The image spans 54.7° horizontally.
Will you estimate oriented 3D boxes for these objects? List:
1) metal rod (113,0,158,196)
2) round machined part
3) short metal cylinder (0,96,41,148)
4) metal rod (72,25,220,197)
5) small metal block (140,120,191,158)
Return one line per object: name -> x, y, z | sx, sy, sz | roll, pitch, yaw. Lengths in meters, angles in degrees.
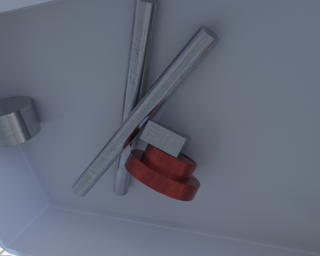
metal rod -> -0.039, -0.018, 0.416 | 0.025, 0.025, 0.298 | 22, 127, 14
round machined part -> 0.008, 0.049, 0.397 | 0.098, 0.098, 0.042 | 27, 96, 10
short metal cylinder -> -0.236, -0.012, 0.488 | 0.080, 0.080, 0.050 | 6, 121, 25
metal rod -> -0.035, -0.003, 0.394 | 0.025, 0.025, 0.299 | 42, 120, -1
small metal block -> 0.008, 0.013, 0.391 | 0.050, 0.050, 0.025 | 27, 95, 10
